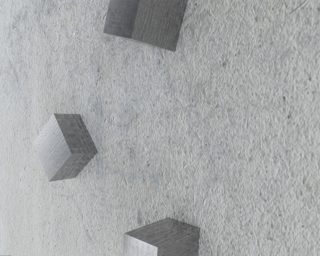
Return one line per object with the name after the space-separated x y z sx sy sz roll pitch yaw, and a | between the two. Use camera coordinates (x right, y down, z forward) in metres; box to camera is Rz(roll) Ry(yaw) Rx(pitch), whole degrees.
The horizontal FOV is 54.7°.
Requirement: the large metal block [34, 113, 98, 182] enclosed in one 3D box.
-0.160 0.032 0.521 0.080 0.050 0.080 -46 63 30 | large metal block

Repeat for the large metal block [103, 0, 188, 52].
-0.015 -0.145 0.381 0.050 0.081 0.079 24 105 37 | large metal block

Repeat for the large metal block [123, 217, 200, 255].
0.002 0.161 0.368 0.050 0.081 0.079 5 94 40 | large metal block
